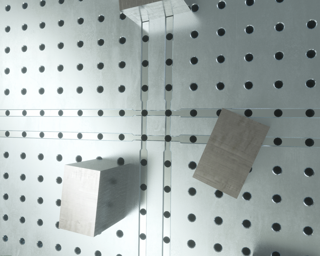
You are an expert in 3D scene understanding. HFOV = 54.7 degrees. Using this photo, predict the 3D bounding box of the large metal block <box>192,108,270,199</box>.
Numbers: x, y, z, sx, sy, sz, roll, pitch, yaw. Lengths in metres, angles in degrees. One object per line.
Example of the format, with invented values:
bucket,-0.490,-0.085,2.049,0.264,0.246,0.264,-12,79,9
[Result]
large metal block,0.085,0.025,0.353,0.050,0.080,0.080,25,98,18

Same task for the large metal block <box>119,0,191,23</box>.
large metal block,-0.008,-0.191,0.401,0.080,0.050,0.080,-6,88,19

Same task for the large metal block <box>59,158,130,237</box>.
large metal block,-0.085,0.087,0.412,0.050,0.080,0.079,7,92,19
